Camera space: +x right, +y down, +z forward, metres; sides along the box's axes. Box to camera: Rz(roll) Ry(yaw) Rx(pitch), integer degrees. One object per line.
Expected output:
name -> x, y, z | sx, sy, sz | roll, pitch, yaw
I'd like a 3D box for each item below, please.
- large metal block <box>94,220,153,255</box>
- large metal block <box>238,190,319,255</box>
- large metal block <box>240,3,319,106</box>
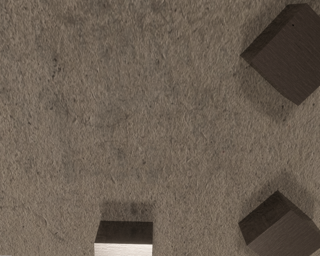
large metal block -> -0.052, 0.189, 0.466 | 0.081, 0.050, 0.079 | 2, 110, -1
large metal block -> 0.178, 0.153, 0.456 | 0.080, 0.050, 0.080 | 40, 105, -14
large metal block -> 0.158, -0.087, 0.367 | 0.080, 0.050, 0.080 | 39, 105, -14
